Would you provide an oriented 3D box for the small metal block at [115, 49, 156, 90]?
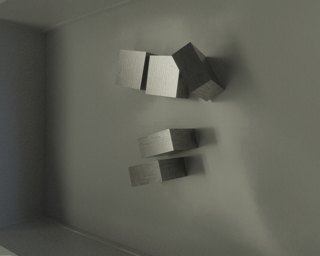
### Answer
[{"bbox_3d":[-0.033,-0.081,0.432,0.050,0.025,0.050,16,100,38],"label":"small metal block"}]

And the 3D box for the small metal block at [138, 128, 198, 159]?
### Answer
[{"bbox_3d":[0.010,0.019,0.381,0.050,0.050,0.025,-18,79,38],"label":"small metal block"}]

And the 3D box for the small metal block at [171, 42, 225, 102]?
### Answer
[{"bbox_3d":[0.044,-0.062,0.350,0.025,0.050,0.050,-32,70,21],"label":"small metal block"}]

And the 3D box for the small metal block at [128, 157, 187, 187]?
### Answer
[{"bbox_3d":[-0.002,0.055,0.391,0.050,0.050,0.025,-18,79,38],"label":"small metal block"}]

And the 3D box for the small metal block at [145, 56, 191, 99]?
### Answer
[{"bbox_3d":[0.011,-0.065,0.396,0.050,0.025,0.050,12,97,39],"label":"small metal block"}]
